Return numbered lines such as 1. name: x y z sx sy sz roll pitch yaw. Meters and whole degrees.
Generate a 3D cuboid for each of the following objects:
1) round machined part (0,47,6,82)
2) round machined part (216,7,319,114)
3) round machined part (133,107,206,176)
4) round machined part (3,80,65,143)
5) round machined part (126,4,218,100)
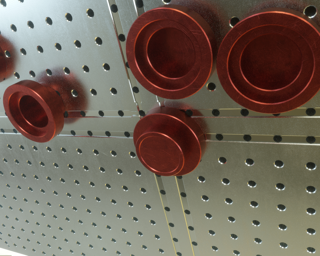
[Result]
1. round machined part: -0.296 -0.108 0.486 0.098 0.042 0.097 13 124 20
2. round machined part: 0.109 -0.066 0.302 0.098 0.042 0.097 13 124 20
3. round machined part: 0.007 0.025 0.411 0.098 0.042 0.097 13 124 20
4. round machined part: -0.188 -0.029 0.479 0.098 0.042 0.097 13 124 20
5. round machined part: 0.016 -0.084 0.339 0.098 0.042 0.097 13 124 20
